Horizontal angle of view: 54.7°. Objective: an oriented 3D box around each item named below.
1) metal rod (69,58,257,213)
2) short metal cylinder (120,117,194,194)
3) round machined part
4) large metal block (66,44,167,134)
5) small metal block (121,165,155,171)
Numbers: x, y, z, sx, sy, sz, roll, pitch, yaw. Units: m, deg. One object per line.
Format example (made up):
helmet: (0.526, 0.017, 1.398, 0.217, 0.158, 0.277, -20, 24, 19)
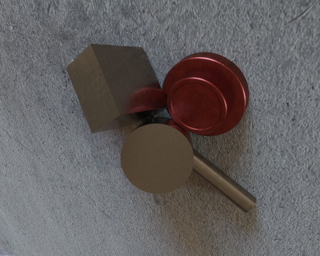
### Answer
metal rod: (0.001, 0.008, 0.412, 0.300, 0.025, 0.025, 38, 129, 1)
short metal cylinder: (-0.001, 0.030, 0.362, 0.080, 0.050, 0.079, 1, 101, 5)
round machined part: (0.047, -0.032, 0.351, 0.098, 0.042, 0.097, 13, 124, 20)
large metal block: (-0.047, -0.046, 0.354, 0.050, 0.081, 0.080, -29, 81, 39)
small metal block: (-0.017, 0.043, 0.427, 0.050, 0.050, 0.025, -23, 105, 35)
